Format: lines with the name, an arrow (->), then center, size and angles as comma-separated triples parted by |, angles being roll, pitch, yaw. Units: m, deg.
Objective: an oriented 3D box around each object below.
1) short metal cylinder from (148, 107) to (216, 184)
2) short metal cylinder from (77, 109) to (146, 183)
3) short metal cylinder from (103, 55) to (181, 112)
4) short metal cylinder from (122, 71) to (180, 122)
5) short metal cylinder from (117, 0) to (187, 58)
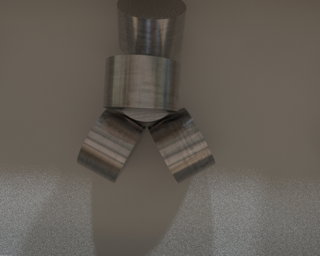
short metal cylinder -> 0.026, 0.021, 0.382 | 0.050, 0.080, 0.080 | -29, 90, 1
short metal cylinder -> -0.058, 0.021, 0.381 | 0.050, 0.080, 0.080 | 29, 90, 0
short metal cylinder -> -0.019, -0.044, 0.332 | 0.080, 0.080, 0.050 | 3, 90, 0
short metal cylinder -> -0.016, -0.047, 0.396 | 0.081, 0.050, 0.080 | 0, 90, 0
short metal cylinder -> -0.011, -0.125, 0.376 | 0.080, 0.080, 0.050 | 4, 133, 0
